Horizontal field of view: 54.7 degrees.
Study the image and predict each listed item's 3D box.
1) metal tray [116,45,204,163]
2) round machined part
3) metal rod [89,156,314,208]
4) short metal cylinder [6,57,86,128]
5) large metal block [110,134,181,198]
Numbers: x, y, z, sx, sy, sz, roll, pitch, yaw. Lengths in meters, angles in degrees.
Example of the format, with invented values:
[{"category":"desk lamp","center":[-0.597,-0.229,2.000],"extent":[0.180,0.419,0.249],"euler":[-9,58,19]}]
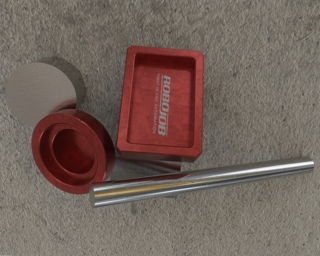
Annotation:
[{"category":"metal tray","center":[0.002,-0.029,0.357],"extent":[0.091,0.030,0.130],"euler":[4,70,-2]},{"category":"round machined part","center":[-0.096,0.024,0.362],"extent":[0.098,0.042,0.097],"euler":[6,110,18]},{"category":"metal rod","center":[0.069,0.059,0.371],"extent":[0.303,0.025,0.025],"euler":[-3,112,-25]},{"category":"short metal cylinder","center":[-0.137,-0.044,0.380],"extent":[0.081,0.050,0.079],"euler":[0,110,-1]},{"category":"large metal block","center":[-0.018,0.044,0.397],"extent":[0.081,0.080,0.050],"euler":[4,110,-2]}]
